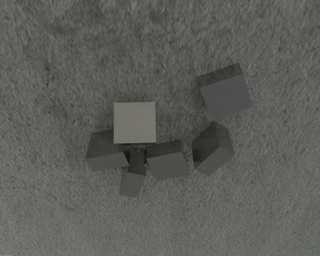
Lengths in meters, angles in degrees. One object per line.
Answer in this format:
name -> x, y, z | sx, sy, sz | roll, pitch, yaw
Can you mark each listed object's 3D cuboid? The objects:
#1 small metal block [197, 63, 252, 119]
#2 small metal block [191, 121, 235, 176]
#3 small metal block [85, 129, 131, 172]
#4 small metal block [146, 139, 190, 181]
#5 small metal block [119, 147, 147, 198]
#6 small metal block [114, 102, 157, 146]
small metal block -> 0.078, -0.043, 0.372 | 0.050, 0.025, 0.050 | -18, 128, 14
small metal block -> 0.069, 0.028, 0.416 | 0.025, 0.050, 0.050 | 28, 125, -22
small metal block -> -0.067, 0.028, 0.413 | 0.050, 0.050, 0.025 | -11, 129, 8
small metal block -> 0.012, 0.047, 0.448 | 0.050, 0.025, 0.050 | -12, 129, 9
small metal block -> -0.038, 0.063, 0.444 | 0.025, 0.050, 0.050 | 14, 129, -12
small metal block -> -0.030, -0.005, 0.384 | 0.050, 0.050, 0.025 | -1, 170, 0
